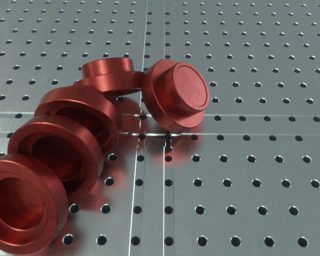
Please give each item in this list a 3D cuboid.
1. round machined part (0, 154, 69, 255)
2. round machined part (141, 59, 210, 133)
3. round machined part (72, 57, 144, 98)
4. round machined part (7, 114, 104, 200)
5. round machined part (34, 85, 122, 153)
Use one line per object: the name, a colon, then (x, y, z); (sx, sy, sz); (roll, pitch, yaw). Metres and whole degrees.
round machined part: (-0.136, 0.072, 0.311); (0.098, 0.097, 0.042); (12, 15, 9)
round machined part: (0.027, -0.046, 0.400); (0.099, 0.042, 0.098); (22, 56, -36)
round machined part: (-0.067, -0.066, 0.413); (0.099, 0.098, 0.042); (-10, 92, -9)
round machined part: (-0.109, 0.029, 0.340); (0.099, 0.097, 0.042); (8, 28, 6)
round machined part: (-0.093, -0.013, 0.370); (0.099, 0.097, 0.042); (5, 49, 4)
